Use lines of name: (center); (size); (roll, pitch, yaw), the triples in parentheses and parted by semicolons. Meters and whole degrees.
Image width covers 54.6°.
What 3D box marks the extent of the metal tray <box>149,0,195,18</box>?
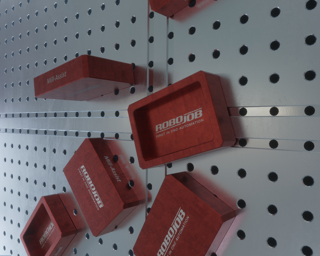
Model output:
metal tray: (0.037, -0.208, 0.377); (0.130, 0.030, 0.090); (-21, 77, 38)

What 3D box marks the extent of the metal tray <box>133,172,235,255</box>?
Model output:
metal tray: (0.025, 0.132, 0.387); (0.090, 0.030, 0.129); (36, 112, 34)

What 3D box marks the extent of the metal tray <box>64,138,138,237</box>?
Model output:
metal tray: (-0.097, 0.090, 0.488); (0.090, 0.030, 0.130); (-49, 61, 29)

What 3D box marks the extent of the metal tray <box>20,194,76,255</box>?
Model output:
metal tray: (-0.214, 0.200, 0.584); (0.090, 0.030, 0.129); (50, 119, 28)

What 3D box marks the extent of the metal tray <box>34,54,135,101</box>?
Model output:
metal tray: (-0.114, -0.070, 0.462); (0.130, 0.091, 0.030); (-10, 83, 39)

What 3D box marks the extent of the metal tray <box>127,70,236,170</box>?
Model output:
metal tray: (0.021, -0.005, 0.389); (0.130, 0.030, 0.090); (-21, 77, 38)
